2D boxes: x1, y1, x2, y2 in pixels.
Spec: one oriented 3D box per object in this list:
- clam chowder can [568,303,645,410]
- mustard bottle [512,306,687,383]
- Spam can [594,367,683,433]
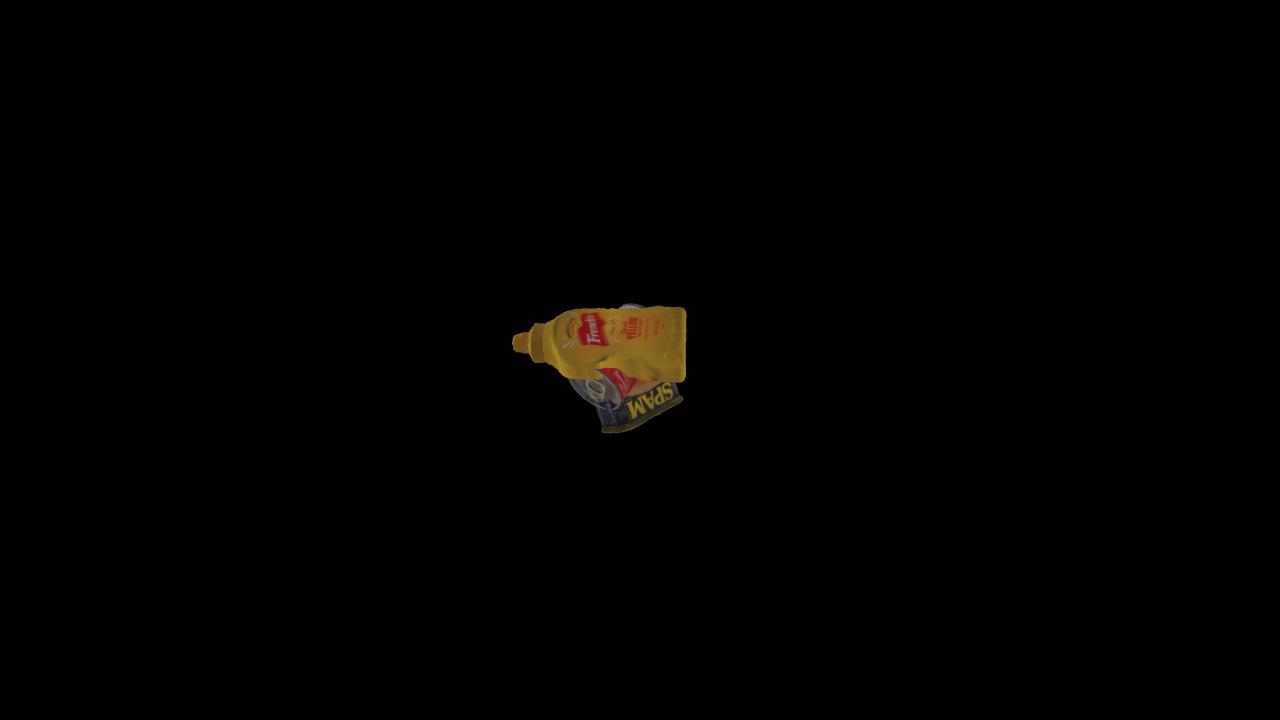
[{"bbox_3d":[-0.023,-0.005,0.666,0.068,0.068,0.102,0,42,44],"label":"clam chowder can"},{"bbox_3d":[-0.043,-0.017,0.646,0.184,0.092,0.054,1,-37,4],"label":"mustard bottle"},{"bbox_3d":[-0.010,0.024,0.690,0.101,0.085,0.058,-25,9,-39],"label":"Spam can"}]
